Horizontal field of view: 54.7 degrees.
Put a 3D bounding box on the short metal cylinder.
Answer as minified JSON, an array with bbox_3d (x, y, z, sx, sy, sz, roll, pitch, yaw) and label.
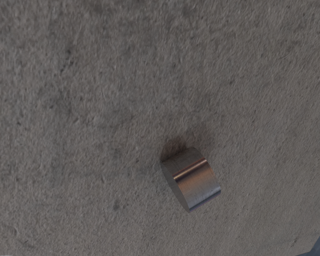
[{"bbox_3d":[0.042,0.073,0.442,0.050,0.080,0.080,-28,128,-11],"label":"short metal cylinder"}]
